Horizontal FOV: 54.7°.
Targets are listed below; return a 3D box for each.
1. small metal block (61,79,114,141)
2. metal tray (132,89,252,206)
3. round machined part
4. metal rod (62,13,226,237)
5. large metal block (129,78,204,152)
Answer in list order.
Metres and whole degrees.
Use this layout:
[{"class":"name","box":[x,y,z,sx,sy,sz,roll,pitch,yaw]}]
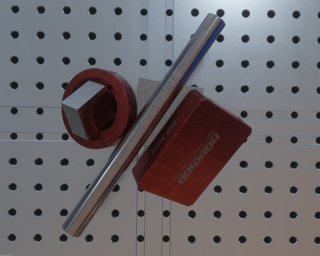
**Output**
[{"class":"small metal block","box":[-0.085,-0.022,0.372,0.025,0.050,0.050,22,51,25]},{"class":"metal tray","box":[0.038,0.029,0.378,0.090,0.030,0.129,28,105,-32]},{"class":"round machined part","box":[-0.072,-0.024,0.391,0.098,0.042,0.097,1,93,25]},{"class":"metal rod","box":[-0.018,-0.004,0.363,0.025,0.025,0.299,35,90,-1]},{"class":"large metal block","box":[0.008,-0.015,0.401,0.081,0.050,0.080,9,90,-1]}]
